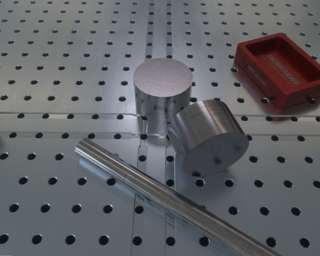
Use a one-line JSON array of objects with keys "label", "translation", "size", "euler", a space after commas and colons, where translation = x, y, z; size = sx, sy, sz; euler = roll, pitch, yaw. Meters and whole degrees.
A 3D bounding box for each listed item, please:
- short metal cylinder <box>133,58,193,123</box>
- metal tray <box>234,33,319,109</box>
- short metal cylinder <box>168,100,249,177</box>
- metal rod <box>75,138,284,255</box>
[{"label": "short metal cylinder", "translation": [0.004, -0.054, 0.437], "size": [0.081, 0.050, 0.080], "euler": [0, 50, 0]}, {"label": "metal tray", "translation": [0.189, -0.094, 0.484], "size": [0.091, 0.030, 0.130], "euler": [-17, 52, -14]}, {"label": "short metal cylinder", "translation": [0.055, 0.013, 0.361], "size": [0.081, 0.080, 0.050], "euler": [-14, 52, -11]}, {"label": "metal rod", "translation": [0.027, 0.089, 0.333], "size": [0.300, 0.025, 0.025], "euler": [28, 55, 21]}]
